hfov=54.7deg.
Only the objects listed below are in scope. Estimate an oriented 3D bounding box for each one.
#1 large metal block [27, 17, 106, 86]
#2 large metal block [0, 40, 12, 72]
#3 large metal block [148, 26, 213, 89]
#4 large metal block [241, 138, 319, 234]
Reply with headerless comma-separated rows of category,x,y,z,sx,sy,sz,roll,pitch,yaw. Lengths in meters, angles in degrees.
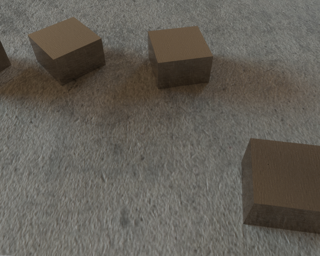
large metal block,-0.145,-0.123,0.488,0.080,0.050,0.080,-34,58,-25
large metal block,-0.285,-0.115,0.460,0.050,0.080,0.080,31,56,23
large metal block,0.028,-0.111,0.480,0.081,0.050,0.080,-9,51,-8
large metal block,0.135,0.062,0.337,0.080,0.050,0.080,6,50,5
